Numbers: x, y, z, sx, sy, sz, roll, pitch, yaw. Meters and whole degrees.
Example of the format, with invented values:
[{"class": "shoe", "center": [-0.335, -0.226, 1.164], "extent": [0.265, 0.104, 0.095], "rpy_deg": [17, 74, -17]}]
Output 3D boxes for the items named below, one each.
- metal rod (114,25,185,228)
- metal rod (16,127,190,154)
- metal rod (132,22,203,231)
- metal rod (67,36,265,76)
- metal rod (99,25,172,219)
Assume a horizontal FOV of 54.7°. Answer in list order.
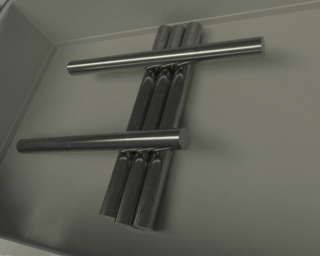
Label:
[{"class": "metal rod", "center": [-0.006, -0.019, 0.420], "extent": [0.025, 0.025, 0.300], "rpy_deg": [1, 62, 29]}, {"class": "metal rod", "center": [-0.097, 0.021, 0.420], "extent": [0.300, 0.025, 0.025], "rpy_deg": [-4, 60, 34]}, {"class": "metal rod", "center": [0.017, -0.020, 0.407], "extent": [0.025, 0.025, 0.300], "rpy_deg": [1, 62, 29]}, {"class": "metal rod", "center": [-0.010, -0.097, 0.437], "extent": [0.300, 0.025, 0.025], "rpy_deg": [0, 62, 28]}, {"class": "metal rod", "center": [-0.026, -0.024, 0.434], "extent": [0.025, 0.025, 0.300], "rpy_deg": [1, 62, 28]}]
